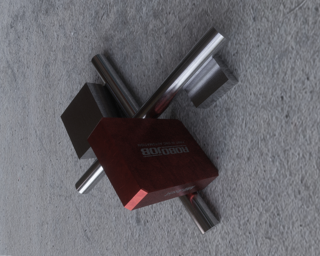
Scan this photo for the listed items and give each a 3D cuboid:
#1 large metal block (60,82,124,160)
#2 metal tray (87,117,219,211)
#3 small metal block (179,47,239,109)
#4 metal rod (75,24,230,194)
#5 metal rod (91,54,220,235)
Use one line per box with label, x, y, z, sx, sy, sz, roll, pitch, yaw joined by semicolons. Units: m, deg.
large metal block;-0.095;-0.010;0.465;0.080;0.050;0.080;-44;64;31
metal tray;-0.002;0.032;0.337;0.030;0.131;0.090;-50;60;29
small metal block;0.054;-0.057;0.360;0.050;0.025;0.050;-43;65;31
metal rod;-0.026;-0.005;0.393;0.299;0.025;0.025;-46;63;29
metal rod;-0.018;0.005;0.420;0.025;0.025;0.299;-49;61;28
